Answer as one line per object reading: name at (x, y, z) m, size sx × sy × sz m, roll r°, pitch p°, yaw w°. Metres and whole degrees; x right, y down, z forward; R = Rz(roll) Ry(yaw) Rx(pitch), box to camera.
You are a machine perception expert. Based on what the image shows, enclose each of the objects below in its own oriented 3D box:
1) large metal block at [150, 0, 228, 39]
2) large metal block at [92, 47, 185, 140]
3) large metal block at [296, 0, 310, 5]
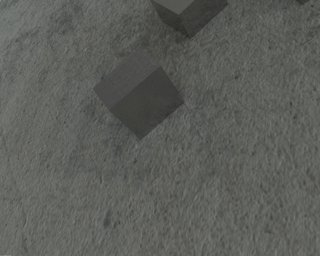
large metal block at (0.044, -0.198, 0.485) m, size 0.080 × 0.050 × 0.080 m, roll -43°, pitch 51°, yaw -2°
large metal block at (-0.026, -0.043, 0.407) m, size 0.080 × 0.080 × 0.050 m, roll -41°, pitch 51°, yaw 0°
large metal block at (0.205, -0.227, 0.420) m, size 0.080 × 0.050 × 0.080 m, roll -30°, pitch 52°, yaw 9°
